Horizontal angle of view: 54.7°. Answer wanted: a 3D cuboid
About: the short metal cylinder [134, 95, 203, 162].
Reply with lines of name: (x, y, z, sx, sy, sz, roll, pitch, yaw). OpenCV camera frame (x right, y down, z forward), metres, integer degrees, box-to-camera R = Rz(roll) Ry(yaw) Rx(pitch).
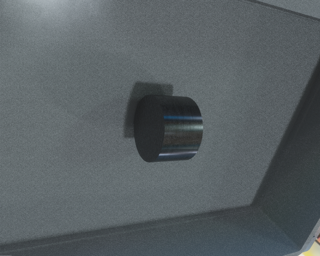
short metal cylinder: (0.008, 0.001, 0.376, 0.050, 0.080, 0.079, 0, 118, -29)
